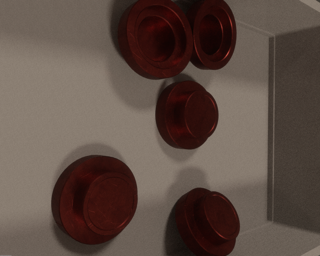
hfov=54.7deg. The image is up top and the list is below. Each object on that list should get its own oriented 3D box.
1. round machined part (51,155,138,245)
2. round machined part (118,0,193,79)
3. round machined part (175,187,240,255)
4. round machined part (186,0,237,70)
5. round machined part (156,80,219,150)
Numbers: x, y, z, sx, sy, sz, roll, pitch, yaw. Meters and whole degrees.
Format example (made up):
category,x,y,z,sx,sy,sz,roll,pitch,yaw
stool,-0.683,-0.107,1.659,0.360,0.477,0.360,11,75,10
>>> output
category,x,y,z,sx,sy,sz,roll,pitch,yaw
round machined part,-0.064,0.080,0.344,0.099,0.042,0.097,0,90,-40
round machined part,-0.009,-0.109,0.386,0.099,0.042,0.097,-1,91,-35
round machined part,0.072,0.127,0.429,0.098,0.042,0.098,28,41,-27
round machined part,0.065,-0.133,0.446,0.099,0.042,0.097,-11,106,-42
round machined part,0.045,-0.018,0.435,0.099,0.042,0.097,0,90,-40
